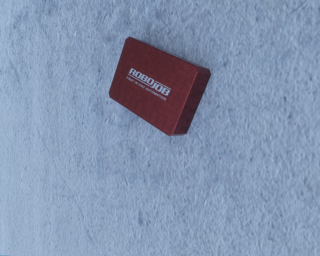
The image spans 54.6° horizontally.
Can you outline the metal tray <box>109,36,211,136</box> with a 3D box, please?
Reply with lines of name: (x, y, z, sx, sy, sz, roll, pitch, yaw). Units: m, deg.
metal tray: (-0.006, -0.057, 0.408, 0.130, 0.030, 0.089, 33, 110, 35)
